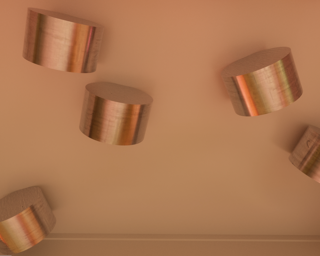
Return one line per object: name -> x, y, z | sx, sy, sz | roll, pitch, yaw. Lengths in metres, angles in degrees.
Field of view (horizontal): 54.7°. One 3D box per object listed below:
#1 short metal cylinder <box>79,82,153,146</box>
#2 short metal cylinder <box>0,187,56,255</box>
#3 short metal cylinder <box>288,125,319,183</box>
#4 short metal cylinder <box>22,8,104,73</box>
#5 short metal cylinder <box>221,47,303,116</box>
short metal cylinder -> -0.053, -0.019, 0.374 | 0.080, 0.080, 0.050 | 13, 110, -5
short metal cylinder -> -0.192, 0.125, 0.426 | 0.080, 0.080, 0.050 | -16, 109, 6
short metal cylinder -> 0.216, 0.038, 0.398 | 0.080, 0.080, 0.050 | 22, 109, -8
short metal cylinder -> -0.107, -0.098, 0.345 | 0.080, 0.080, 0.050 | 14, 110, -5
short metal cylinder -> 0.118, -0.055, 0.363 | 0.080, 0.080, 0.050 | -22, 109, 8
